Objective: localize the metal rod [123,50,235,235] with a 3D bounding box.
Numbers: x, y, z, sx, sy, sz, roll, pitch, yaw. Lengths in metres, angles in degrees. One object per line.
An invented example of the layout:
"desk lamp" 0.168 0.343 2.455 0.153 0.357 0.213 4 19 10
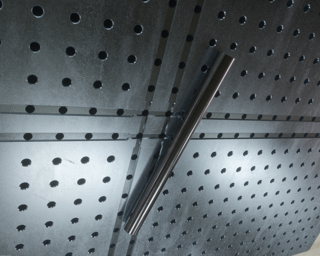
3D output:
"metal rod" 0.020 0.032 0.443 0.025 0.025 0.298 16 110 -35
